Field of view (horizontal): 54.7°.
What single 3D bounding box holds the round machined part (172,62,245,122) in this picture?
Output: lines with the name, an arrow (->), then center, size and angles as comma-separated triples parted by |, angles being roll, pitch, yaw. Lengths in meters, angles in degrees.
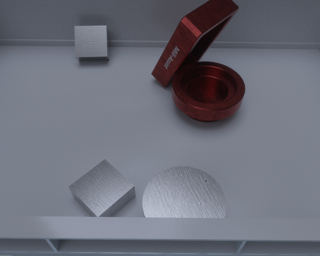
round machined part -> 0.066, -0.046, 0.434 | 0.099, 0.042, 0.098 | 0, 50, 0

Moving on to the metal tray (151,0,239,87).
metal tray -> 0.045, -0.120, 0.437 | 0.030, 0.129, 0.090 | 47, 61, 4

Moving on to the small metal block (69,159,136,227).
small metal block -> -0.063, 0.071, 0.345 | 0.050, 0.025, 0.050 | 37, 59, 26

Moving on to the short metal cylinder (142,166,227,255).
short metal cylinder -> 0.023, 0.086, 0.317 | 0.081, 0.050, 0.080 | 0, 50, 0

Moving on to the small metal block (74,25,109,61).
small metal block -> -0.110, -0.137, 0.502 | 0.050, 0.025, 0.050 | -2, 89, -2
